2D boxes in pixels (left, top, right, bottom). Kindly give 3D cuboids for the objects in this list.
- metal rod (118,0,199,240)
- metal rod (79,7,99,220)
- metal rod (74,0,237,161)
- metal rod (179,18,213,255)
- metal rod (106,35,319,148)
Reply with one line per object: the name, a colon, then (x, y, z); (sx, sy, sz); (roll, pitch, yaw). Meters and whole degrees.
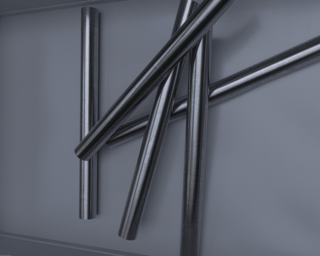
metal rod: (-0.003, -0.005, 0.383); (0.025, 0.025, 0.298); (17, 96, 19)
metal rod: (-0.102, -0.021, 0.446); (0.025, 0.025, 0.298); (1, 90, 20)
metal rod: (-0.009, -0.061, 0.361); (0.299, 0.025, 0.025); (-45, 76, 24)
metal rod: (0.043, 0.024, 0.375); (0.025, 0.025, 0.298); (5, 99, 20)
metal rod: (0.060, -0.040, 0.389); (0.300, 0.025, 0.025); (-23, 83, 18)
